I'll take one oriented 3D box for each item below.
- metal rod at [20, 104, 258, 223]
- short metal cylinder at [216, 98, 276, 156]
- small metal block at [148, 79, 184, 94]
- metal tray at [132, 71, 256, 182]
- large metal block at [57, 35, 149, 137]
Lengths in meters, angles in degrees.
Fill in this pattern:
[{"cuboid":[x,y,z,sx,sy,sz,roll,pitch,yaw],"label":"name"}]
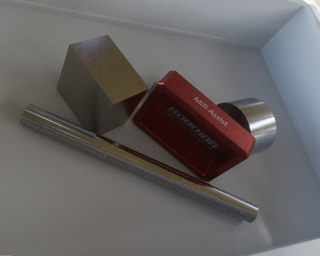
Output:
[{"cuboid":[-0.013,0.048,0.369,0.301,0.025,0.025,26,53,-13],"label":"metal rod"},{"cuboid":[0.111,0.001,0.430,0.050,0.080,0.080,-13,69,-33],"label":"short metal cylinder"},{"cuboid":[0.019,-0.044,0.441,0.050,0.025,0.050,-22,74,-36],"label":"small metal block"},{"cuboid":[0.038,0.002,0.382,0.130,0.090,0.030,40,50,-2],"label":"metal tray"},{"cuboid":[-0.070,-0.046,0.360,0.050,0.080,0.080,-30,79,-38],"label":"large metal block"}]
